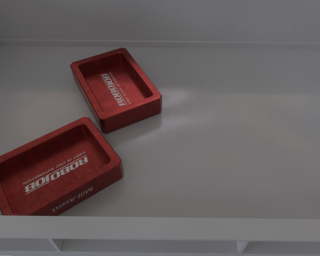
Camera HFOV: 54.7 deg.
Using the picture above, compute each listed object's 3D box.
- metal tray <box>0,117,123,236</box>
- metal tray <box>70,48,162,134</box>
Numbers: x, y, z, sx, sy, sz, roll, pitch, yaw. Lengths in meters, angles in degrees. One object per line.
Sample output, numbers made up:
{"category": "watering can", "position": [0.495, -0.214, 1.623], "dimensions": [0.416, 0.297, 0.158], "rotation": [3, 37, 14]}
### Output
{"category": "metal tray", "position": [-0.120, 0.049, 0.359], "dimensions": [0.131, 0.030, 0.090], "rotation": [-28, 56, -22]}
{"category": "metal tray", "position": [-0.065, -0.060, 0.451], "dimensions": [0.091, 0.030, 0.130], "rotation": [-22, 54, -18]}
